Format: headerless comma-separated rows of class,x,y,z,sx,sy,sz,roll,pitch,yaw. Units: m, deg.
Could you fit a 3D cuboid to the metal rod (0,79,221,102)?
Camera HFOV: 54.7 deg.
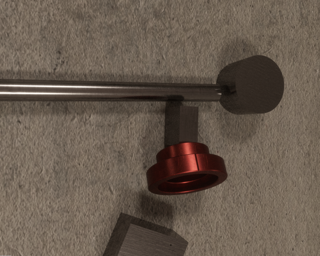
metal rod,-0.061,-0.046,0.387,0.303,0.025,0.025,-2,91,-21

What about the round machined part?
round machined part,0.032,0.050,0.390,0.099,0.097,0.042,1,62,-21

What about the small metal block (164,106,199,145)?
small metal block,0.027,-0.002,0.407,0.025,0.050,0.050,2,89,-21

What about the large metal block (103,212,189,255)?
large metal block,-0.023,0.162,0.389,0.080,0.050,0.080,25,82,-19

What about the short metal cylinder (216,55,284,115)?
short metal cylinder,0.128,-0.060,0.445,0.081,0.050,0.079,0,90,-21
